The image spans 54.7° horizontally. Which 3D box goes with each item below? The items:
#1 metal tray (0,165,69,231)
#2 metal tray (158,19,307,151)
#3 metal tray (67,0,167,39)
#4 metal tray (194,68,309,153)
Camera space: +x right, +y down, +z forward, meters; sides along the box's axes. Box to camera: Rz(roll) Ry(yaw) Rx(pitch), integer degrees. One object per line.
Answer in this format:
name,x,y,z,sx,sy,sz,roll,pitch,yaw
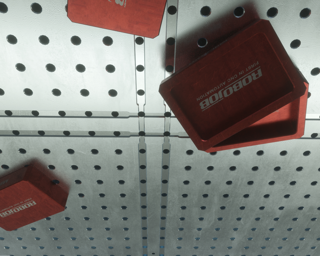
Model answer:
metal tray,-0.230,0.118,0.506,0.130,0.030,0.090,-24,127,18
metal tray,0.076,-0.044,0.339,0.130,0.030,0.090,-32,103,13
metal tray,-0.032,-0.154,0.277,0.091,0.030,0.129,9,130,-9
metal tray,0.113,-0.019,0.394,0.131,0.030,0.090,-10,130,8
